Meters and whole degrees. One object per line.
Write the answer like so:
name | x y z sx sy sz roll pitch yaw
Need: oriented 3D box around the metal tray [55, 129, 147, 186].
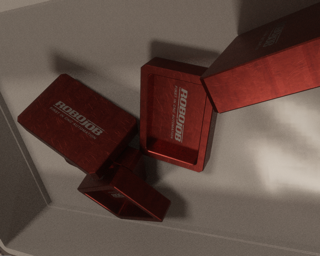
metal tray | -0.087 0.044 0.454 0.130 0.030 0.090 21 150 15

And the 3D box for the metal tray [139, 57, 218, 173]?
metal tray | 0.022 -0.014 0.383 0.090 0.030 0.129 16 125 18

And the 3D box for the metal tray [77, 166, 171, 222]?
metal tray | -0.056 0.098 0.450 0.090 0.030 0.130 40 149 -19

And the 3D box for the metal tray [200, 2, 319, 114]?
metal tray | 0.096 -0.062 0.251 0.090 0.131 0.030 -15 111 34

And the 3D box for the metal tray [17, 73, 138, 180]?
metal tray | -0.106 -0.005 0.406 0.130 0.090 0.030 32 159 15
